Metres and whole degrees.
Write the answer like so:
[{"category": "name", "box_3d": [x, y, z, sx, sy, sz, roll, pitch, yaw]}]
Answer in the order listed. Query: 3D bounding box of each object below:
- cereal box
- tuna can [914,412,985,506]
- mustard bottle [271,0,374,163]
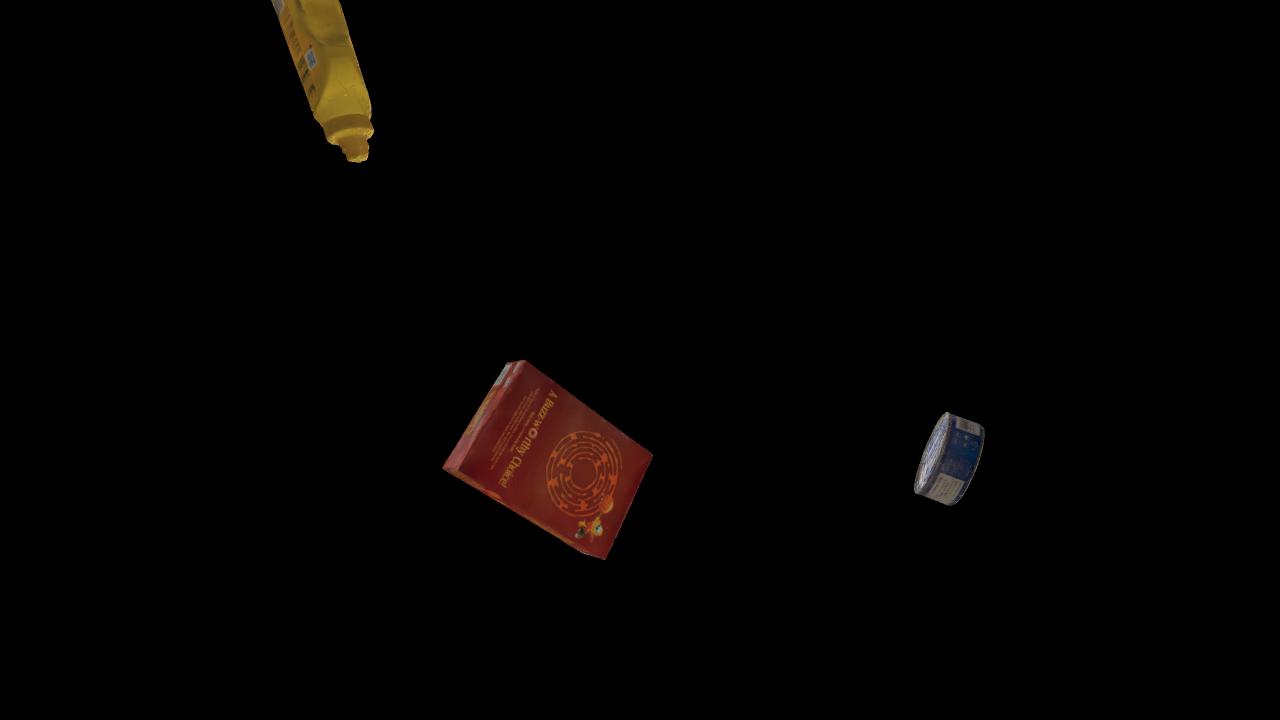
[{"category": "cereal box", "box_3d": [-0.138, 0.168, 1.014, 0.306, 0.203, 0.081, 40, -27, -27]}, {"category": "tuna can", "box_3d": [0.293, 0.094, 0.583, 0.034, 0.084, 0.084, 21, 6, 17]}, {"category": "mustard bottle", "box_3d": [-0.289, -0.272, 0.565, 0.054, 0.184, 0.092, -22, 7, -40]}]
